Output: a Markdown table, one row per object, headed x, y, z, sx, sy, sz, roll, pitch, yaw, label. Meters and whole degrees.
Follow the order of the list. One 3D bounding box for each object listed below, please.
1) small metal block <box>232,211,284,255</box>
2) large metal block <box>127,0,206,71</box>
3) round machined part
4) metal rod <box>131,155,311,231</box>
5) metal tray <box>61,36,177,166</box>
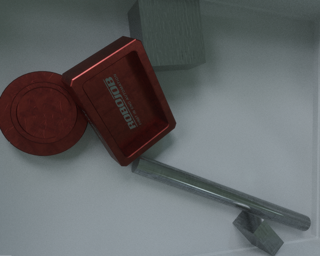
| x | y | z | sx | sy | sz | roll | pitch | yaw | label |
| --- | --- | --- | --- | --- | --- | --- | --- | --- | --- |
| 0.142 | 0.153 | 0.452 | 0.025 | 0.050 | 0.050 | -46 | 105 | -14 | small metal block |
| 0.008 | -0.117 | 0.401 | 0.081 | 0.050 | 0.079 | -8 | 93 | -20 | large metal block |
| -0.131 | -0.016 | 0.353 | 0.099 | 0.042 | 0.097 | 0 | 90 | -20 | round machined part |
| 0.101 | 0.099 | 0.449 | 0.302 | 0.025 | 0.025 | 22 | 83 | -19 | metal rod |
| -0.041 | -0.028 | 0.364 | 0.090 | 0.030 | 0.130 | -38 | 128 | -17 | metal tray |
